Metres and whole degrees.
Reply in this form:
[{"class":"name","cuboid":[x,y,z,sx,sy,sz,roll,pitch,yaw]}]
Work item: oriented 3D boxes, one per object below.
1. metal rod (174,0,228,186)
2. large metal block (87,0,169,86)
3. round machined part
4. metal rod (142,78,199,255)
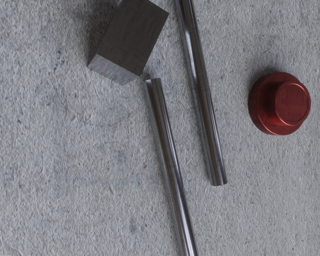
[{"class":"metal rod","cuboid":[0.054,-0.067,0.430,0.025,0.025,0.298,-13,95,-20]},{"class":"large metal block","cuboid":[-0.041,-0.101,0.365,0.050,0.080,0.080,26,81,-19]},{"class":"round machined part","cuboid":[0.188,-0.037,0.471,0.099,0.042,0.097,0,90,-21]},{"class":"metal rod","cuboid":[0.020,0.082,0.417,0.025,0.025,0.298,-14,95,-20]}]
